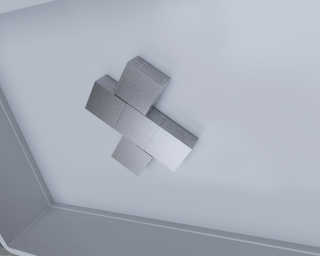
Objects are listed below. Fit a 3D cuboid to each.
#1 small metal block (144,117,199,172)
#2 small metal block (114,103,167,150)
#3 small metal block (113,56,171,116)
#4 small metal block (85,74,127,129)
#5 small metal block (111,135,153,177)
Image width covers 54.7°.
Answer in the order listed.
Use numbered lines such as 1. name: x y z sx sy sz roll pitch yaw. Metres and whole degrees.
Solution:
1. small metal block: 0.014 0.023 0.412 0.050 0.025 0.050 36 129 4
2. small metal block: -0.027 -0.006 0.415 0.050 0.025 0.050 36 129 4
3. small metal block: -0.023 -0.052 0.386 0.050 0.025 0.050 36 128 4
4. small metal block: -0.068 -0.035 0.420 0.050 0.025 0.050 36 129 4
5. small metal block: -0.036 0.035 0.447 0.050 0.025 0.050 37 130 3
